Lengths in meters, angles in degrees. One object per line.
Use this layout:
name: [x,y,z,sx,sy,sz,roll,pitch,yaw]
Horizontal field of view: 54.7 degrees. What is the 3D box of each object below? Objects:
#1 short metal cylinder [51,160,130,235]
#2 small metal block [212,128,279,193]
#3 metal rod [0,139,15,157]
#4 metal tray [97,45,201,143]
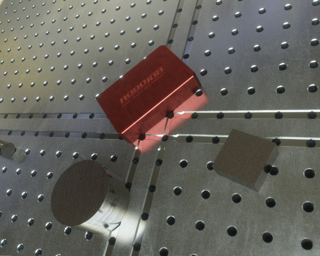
short metal cylinder: [-0.085,0.086,0.382,0.080,0.050,0.080,-13,57,21]
small metal block: [0.093,0.035,0.338,0.050,0.025,0.050,22,73,35]
metal rod: [-0.377,0.010,0.595,0.300,0.025,0.025,12,68,32]
metal tray: [-0.019,-0.051,0.445,0.130,0.030,0.090,-39,51,1]
